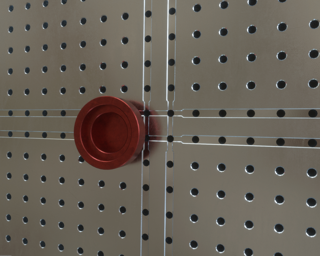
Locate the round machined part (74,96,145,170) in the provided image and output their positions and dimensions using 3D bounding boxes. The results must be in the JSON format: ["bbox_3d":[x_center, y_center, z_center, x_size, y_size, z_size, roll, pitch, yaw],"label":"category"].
[{"bbox_3d":[-0.065,0.006,0.427,0.098,0.042,0.097,0,90,20],"label":"round machined part"}]
